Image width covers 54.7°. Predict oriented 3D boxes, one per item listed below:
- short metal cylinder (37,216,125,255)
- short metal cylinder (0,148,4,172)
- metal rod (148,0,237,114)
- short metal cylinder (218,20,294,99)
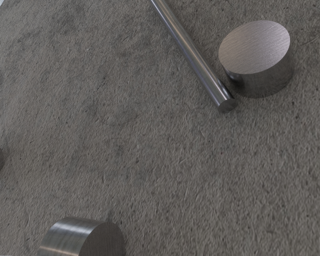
[{"bbox_3d":[-0.081,0.137,0.327,0.050,0.080,0.080,-1,61,28],"label":"short metal cylinder"},{"bbox_3d":[-0.304,0.051,0.497,0.050,0.080,0.080,13,69,33],"label":"short metal cylinder"},{"bbox_3d":[0.034,-0.135,0.468,0.025,0.025,0.300,-31,52,9],"label":"metal rod"},{"bbox_3d":[0.117,-0.083,0.377,0.080,0.050,0.080,-13,56,21],"label":"short metal cylinder"}]
